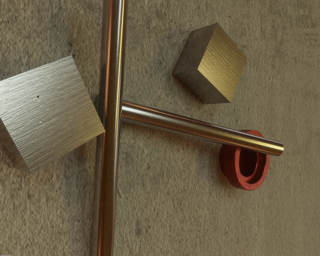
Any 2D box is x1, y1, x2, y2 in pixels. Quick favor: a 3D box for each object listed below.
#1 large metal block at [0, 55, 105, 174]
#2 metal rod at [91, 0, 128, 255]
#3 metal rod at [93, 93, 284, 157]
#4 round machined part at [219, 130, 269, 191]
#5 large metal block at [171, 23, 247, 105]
[{"bbox_3d":[-0.112,-0.015,0.295,0.081,0.050,0.080,-33,111,-35],"label":"large metal block"},{"bbox_3d":[-0.055,0.011,0.332,0.025,0.025,0.298,-2,100,-40],"label":"metal rod"},{"bbox_3d":[0.058,0.003,0.420,0.302,0.025,0.025,13,82,-29],"label":"metal rod"},{"bbox_3d":[0.135,0.051,0.510,0.099,0.042,0.097,0,90,-40],"label":"round machined part"},{"bbox_3d":[0.074,-0.091,0.453,0.080,0.050,0.080,37,67,-34],"label":"large metal block"}]
